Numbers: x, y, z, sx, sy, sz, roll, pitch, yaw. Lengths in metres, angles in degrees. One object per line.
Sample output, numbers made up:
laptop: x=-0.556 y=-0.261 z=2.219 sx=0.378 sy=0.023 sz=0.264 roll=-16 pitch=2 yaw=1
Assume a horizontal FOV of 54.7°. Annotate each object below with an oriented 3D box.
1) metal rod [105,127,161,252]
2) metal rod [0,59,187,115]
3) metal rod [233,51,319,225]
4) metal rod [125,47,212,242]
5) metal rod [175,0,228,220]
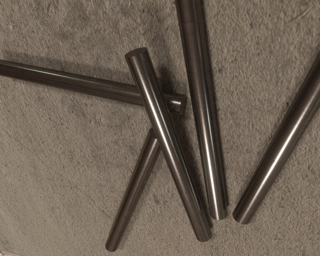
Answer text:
metal rod: x=-0.047 y=0.116 z=0.501 sx=0.025 sy=0.025 sz=0.298 roll=29 pitch=128 yaw=9
metal rod: x=-0.109 y=-0.060 z=0.424 sx=0.301 sy=0.025 sz=0.025 roll=13 pitch=124 yaw=20
metal rod: x=0.141 y=0.004 z=0.334 sx=0.025 sy=0.025 sz=0.298 roll=24 pitch=127 yaw=13
metal rod: x=0.021 y=0.042 z=0.398 sx=0.025 sy=0.025 sz=0.299 roll=-3 pitch=124 yaw=29
metal rod: x=0.054 y=-0.010 z=0.371 sx=0.025 sy=0.025 sz=0.298 roll=2 pitch=120 yaw=27
